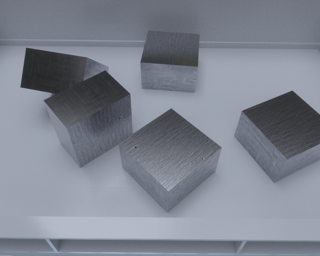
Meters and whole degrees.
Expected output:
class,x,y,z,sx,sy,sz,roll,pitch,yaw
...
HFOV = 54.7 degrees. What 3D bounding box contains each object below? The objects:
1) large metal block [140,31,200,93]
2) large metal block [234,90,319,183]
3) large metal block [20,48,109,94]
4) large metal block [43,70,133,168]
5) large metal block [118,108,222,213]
class,x,y,z,sx,sy,sz,roll,pitch,yaw
large metal block,0.017,-0.103,0.475,0.080,0.050,0.080,5,50,4
large metal block,0.153,0.009,0.384,0.081,0.050,0.080,-21,53,-17
large metal block,-0.124,-0.070,0.418,0.080,0.080,0.050,11,94,8
large metal block,-0.082,-0.010,0.375,0.081,0.080,0.050,-33,60,-25
large metal block,0.011,0.035,0.360,0.080,0.050,0.080,-35,59,-26
